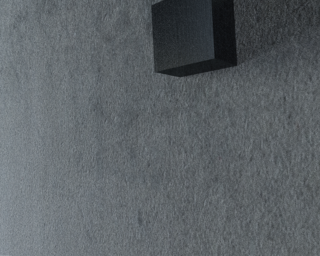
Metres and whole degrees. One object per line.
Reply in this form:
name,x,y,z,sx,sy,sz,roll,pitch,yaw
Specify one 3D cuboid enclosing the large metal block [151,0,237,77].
large metal block,0.039,-0.107,0.358,0.080,0.050,0.080,-5,87,40
